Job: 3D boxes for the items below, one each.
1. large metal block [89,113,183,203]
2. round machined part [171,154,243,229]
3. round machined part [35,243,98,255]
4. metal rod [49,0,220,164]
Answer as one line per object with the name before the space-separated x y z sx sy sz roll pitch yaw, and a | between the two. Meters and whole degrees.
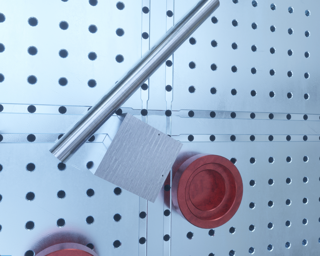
large metal block | -0.031 0.036 0.388 0.080 0.050 0.080 30 80 -18
round machined part | 0.061 0.084 0.426 0.099 0.042 0.097 0 90 -20
round machined part | -0.113 0.183 0.362 0.099 0.042 0.097 0 90 -20
metal rod | -0.024 -0.073 0.403 0.025 0.025 0.301 46 76 -14
